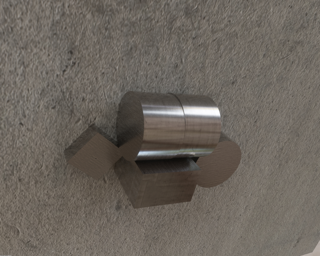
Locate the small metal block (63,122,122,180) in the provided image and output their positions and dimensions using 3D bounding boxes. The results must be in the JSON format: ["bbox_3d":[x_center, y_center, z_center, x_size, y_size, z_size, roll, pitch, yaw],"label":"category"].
[{"bbox_3d":[-0.081,0.030,0.383,0.050,0.025,0.050,-44,129,2],"label":"small metal block"}]

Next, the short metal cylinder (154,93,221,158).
[{"bbox_3d":[0.031,-0.003,0.388,0.050,0.080,0.079,1,118,-29],"label":"short metal cylinder"}]

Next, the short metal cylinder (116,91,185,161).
[{"bbox_3d":[-0.013,-0.002,0.365,0.050,0.080,0.079,1,118,-29],"label":"short metal cylinder"}]

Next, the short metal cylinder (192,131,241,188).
[{"bbox_3d":[0.071,0.040,0.456,0.081,0.050,0.079,-14,124,-21],"label":"short metal cylinder"}]

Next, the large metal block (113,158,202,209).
[{"bbox_3d":[-0.006,0.054,0.404,0.081,0.080,0.050,1,118,-29],"label":"large metal block"}]
